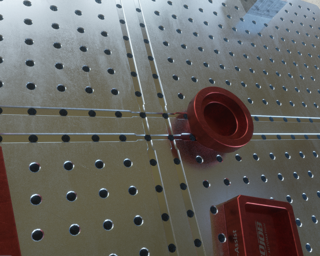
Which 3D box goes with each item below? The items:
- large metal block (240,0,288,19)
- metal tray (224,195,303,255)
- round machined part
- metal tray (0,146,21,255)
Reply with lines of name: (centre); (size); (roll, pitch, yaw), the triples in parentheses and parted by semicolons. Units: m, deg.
large metal block: (0.225, -0.299, 0.696); (0.081, 0.050, 0.080); (-1, 63, -29)
metal tray: (0.132, 0.154, 0.381); (0.091, 0.030, 0.130); (13, 56, -21)
round machined part: (0.082, -0.008, 0.446); (0.099, 0.042, 0.098); (14, 56, -21)
metal tray: (-0.175, 0.082, 0.261); (0.091, 0.030, 0.130); (-8, 66, -32)
